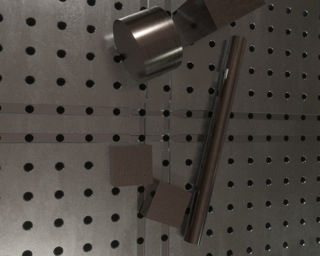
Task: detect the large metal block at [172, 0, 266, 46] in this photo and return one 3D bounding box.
[{"bbox_3d":[0.076,-0.159,0.412,0.080,0.080,0.050,-32,101,-18],"label":"large metal block"}]

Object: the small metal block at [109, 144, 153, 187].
[{"bbox_3d":[-0.037,0.047,0.400,0.050,0.025,0.050,-2,91,-20],"label":"small metal block"}]

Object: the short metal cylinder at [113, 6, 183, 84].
[{"bbox_3d":[-0.016,-0.101,0.378,0.050,0.080,0.080,-27,99,-18],"label":"short metal cylinder"}]

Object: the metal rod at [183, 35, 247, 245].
[{"bbox_3d":[0.080,0.013,0.443,0.025,0.025,0.299,16,85,-20],"label":"metal rod"}]

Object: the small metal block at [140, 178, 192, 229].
[{"bbox_3d":[0.008,0.101,0.417,0.050,0.025,0.050,24,82,-19],"label":"small metal block"}]
